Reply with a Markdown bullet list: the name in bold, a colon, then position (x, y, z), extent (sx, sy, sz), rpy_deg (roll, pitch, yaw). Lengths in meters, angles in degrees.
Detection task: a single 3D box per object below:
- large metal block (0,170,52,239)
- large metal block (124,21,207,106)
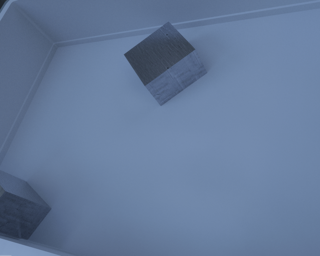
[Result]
- **large metal block**: position (-0.211, 0.099, 0.421), extent (0.080, 0.080, 0.050), rpy_deg (28, 77, 37)
- **large metal block**: position (0.007, -0.092, 0.443), extent (0.080, 0.050, 0.080), rpy_deg (-36, 51, 4)
